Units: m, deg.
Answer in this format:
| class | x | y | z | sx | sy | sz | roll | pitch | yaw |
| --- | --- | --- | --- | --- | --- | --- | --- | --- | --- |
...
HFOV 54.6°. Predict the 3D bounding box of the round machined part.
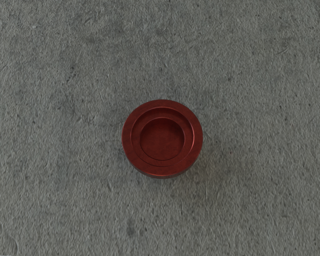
| class | x | y | z | sx | sy | sz | roll | pitch | yaw |
| --- | --- | --- | --- | --- | --- | --- | --- | --- | --- |
| round machined part | 0.003 | 0.016 | 0.393 | 0.099 | 0.042 | 0.098 | 0 | 70 | 0 |
